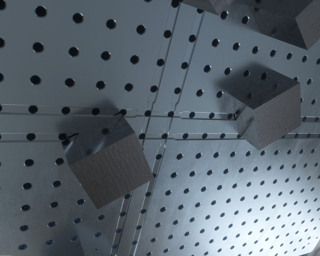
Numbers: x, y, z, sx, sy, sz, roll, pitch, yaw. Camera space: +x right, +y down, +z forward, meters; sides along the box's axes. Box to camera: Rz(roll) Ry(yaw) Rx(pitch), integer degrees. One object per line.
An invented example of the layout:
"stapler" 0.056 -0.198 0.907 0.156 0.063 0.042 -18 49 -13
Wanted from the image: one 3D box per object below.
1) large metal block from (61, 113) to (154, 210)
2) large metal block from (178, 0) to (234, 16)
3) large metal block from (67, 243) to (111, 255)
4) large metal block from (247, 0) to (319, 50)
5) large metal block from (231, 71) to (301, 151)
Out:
"large metal block" -0.063 0.041 0.385 0.080 0.050 0.080 -27 128 -11
"large metal block" 0.052 -0.165 0.301 0.080 0.080 0.050 -45 129 3
"large metal block" -0.117 0.234 0.476 0.080 0.050 0.080 -43 129 1
"large metal block" 0.170 -0.151 0.374 0.080 0.080 0.050 -44 129 3
"large metal block" 0.161 -0.026 0.466 0.080 0.050 0.080 -29 128 -10
